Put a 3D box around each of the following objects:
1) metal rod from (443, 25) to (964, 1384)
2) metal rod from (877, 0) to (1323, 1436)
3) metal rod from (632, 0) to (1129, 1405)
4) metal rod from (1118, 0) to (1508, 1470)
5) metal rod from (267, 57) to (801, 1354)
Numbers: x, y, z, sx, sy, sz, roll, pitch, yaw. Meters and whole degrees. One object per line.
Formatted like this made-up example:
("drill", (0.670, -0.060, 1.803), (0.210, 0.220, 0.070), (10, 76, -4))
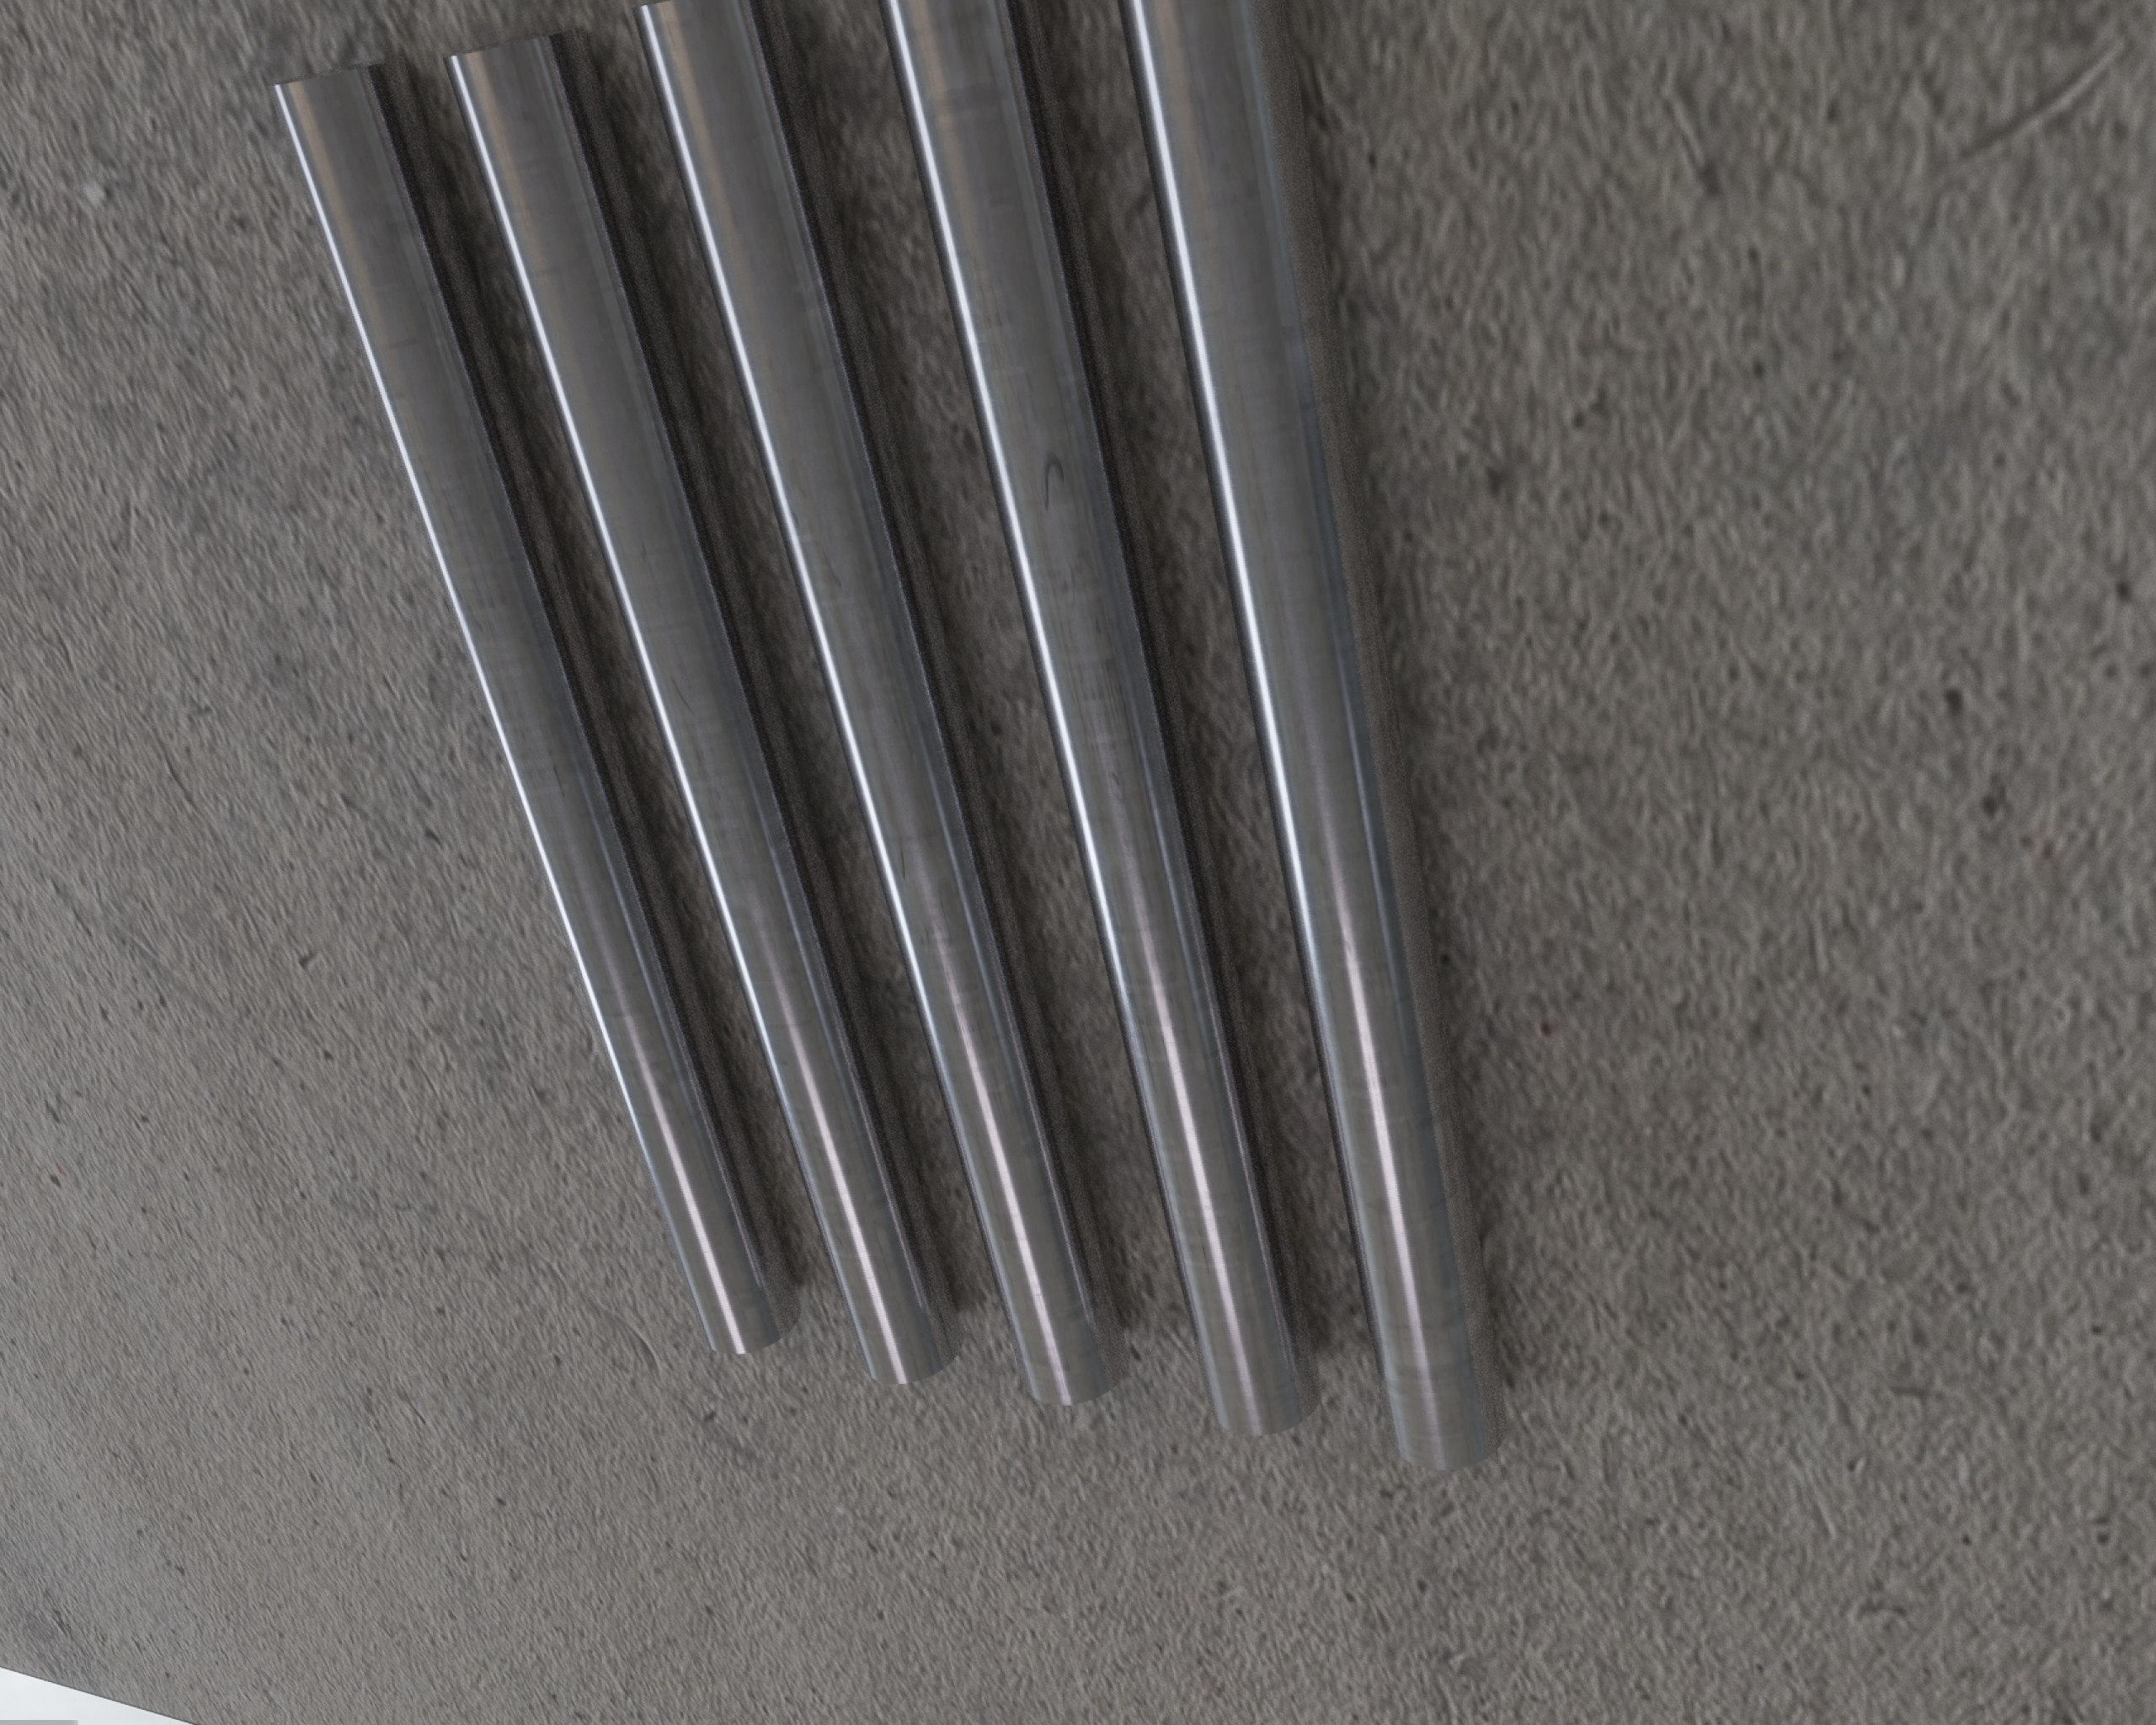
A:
("metal rod", (-0.070, -0.015, 0.434), (0.025, 0.025, 0.298), (2, 119, 27))
("metal rod", (0.010, -0.014, 0.392), (0.025, 0.025, 0.298), (1, 119, 28))
("metal rod", (-0.031, -0.015, 0.413), (0.025, 0.025, 0.298), (1, 119, 28))
("metal rod", (0.047, -0.012, 0.374), (0.025, 0.025, 0.298), (1, 119, 28))
("metal rod", (-0.110, -0.017, 0.454), (0.025, 0.025, 0.298), (2, 120, 27))
